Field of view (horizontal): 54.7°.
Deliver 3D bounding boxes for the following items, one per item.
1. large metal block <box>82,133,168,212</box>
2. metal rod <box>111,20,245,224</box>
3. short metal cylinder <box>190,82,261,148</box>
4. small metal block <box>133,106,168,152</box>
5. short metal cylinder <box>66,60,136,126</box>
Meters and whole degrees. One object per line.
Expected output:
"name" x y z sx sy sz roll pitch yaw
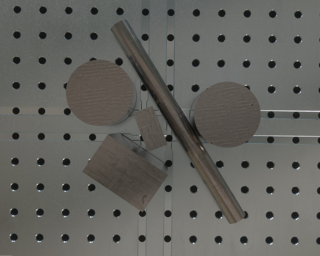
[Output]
"large metal block" -0.038 0.050 0.381 0.080 0.080 0.050 34 91 0
"metal rod" 0.024 -0.008 0.410 0.025 0.025 0.299 -31 90 0
"short metal cylinder" 0.081 -0.016 0.398 0.081 0.050 0.079 0 90 0
"small metal block" -0.012 0.001 0.397 0.025 0.050 0.050 -21 90 0
"short metal cylinder" -0.073 -0.042 0.396 0.081 0.050 0.079 0 90 0
